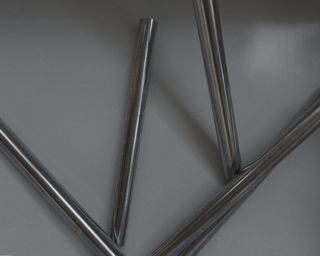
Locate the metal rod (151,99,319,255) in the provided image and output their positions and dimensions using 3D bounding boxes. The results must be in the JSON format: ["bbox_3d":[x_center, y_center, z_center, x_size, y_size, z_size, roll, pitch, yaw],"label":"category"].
[{"bbox_3d":[0.107,0.066,0.390,0.300,0.025,0.025,-43,91,2],"label":"metal rod"}]

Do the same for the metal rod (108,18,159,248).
[{"bbox_3d":[-0.037,0.006,0.410,0.025,0.025,0.298,9,90,-1],"label":"metal rod"}]

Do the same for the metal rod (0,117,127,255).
[{"bbox_3d":[-0.154,0.061,0.396,0.025,0.025,0.300,-44,85,0],"label":"metal rod"}]

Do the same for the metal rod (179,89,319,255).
[{"bbox_3d":[0.131,0.059,0.413,0.025,0.025,0.300,42,90,-1],"label":"metal rod"}]

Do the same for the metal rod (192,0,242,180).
[{"bbox_3d":[0.063,-0.067,0.350,0.025,0.025,0.298,-15,116,0],"label":"metal rod"}]
